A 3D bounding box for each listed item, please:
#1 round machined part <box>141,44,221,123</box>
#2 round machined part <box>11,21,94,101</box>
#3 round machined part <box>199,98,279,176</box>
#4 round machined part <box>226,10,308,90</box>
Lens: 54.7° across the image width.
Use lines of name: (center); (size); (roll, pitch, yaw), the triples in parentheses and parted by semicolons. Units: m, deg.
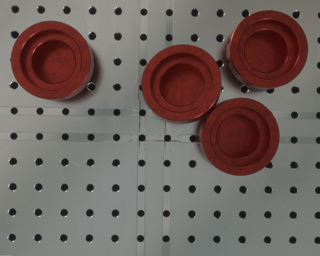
round machined part: (0.029, -0.053, 0.397); (0.098, 0.042, 0.097); (-2, 80, 11)
round machined part: (-0.135, -0.084, 0.403); (0.099, 0.042, 0.097); (0, 90, -1)
round machined part: (0.099, 0.010, 0.404); (0.099, 0.042, 0.097); (0, 92, -4)
round machined part: (0.136, -0.099, 0.407); (0.099, 0.042, 0.097); (0, 90, -1)
